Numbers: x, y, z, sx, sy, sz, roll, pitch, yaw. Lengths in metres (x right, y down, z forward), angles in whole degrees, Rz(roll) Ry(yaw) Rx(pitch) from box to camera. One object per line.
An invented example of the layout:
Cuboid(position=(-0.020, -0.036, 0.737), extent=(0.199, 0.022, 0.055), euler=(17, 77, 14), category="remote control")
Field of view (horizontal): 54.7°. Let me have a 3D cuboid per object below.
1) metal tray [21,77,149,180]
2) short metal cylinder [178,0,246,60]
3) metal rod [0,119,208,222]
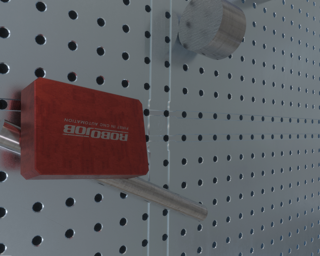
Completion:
Cuboid(position=(-0.073, 0.006, 0.322), extent=(0.131, 0.030, 0.090), euler=(9, 69, -45), category="metal tray")
Cuboid(position=(0.072, -0.141, 0.434), extent=(0.050, 0.080, 0.080), euler=(8, 85, -40), category="short metal cylinder")
Cuboid(position=(-0.044, 0.065, 0.372), extent=(0.301, 0.025, 0.025), euler=(30, 71, -36), category="metal rod")
